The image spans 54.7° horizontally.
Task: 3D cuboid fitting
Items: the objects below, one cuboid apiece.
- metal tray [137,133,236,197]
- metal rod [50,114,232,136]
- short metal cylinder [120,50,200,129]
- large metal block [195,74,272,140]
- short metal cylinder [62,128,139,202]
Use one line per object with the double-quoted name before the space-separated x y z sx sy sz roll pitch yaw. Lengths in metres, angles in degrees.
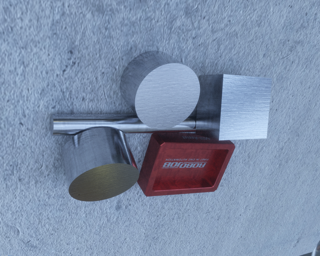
"metal tray" 0.040 0.054 0.459 0.131 0.030 0.089 3 117 -30
"metal rod" 0.014 -0.006 0.414 0.303 0.025 0.025 -1 119 -28
"short metal cylinder" -0.001 -0.045 0.364 0.081 0.050 0.079 -14 124 -21
"large metal block" 0.097 -0.028 0.412 0.081 0.050 0.079 -1 98 -28
"short metal cylinder" -0.070 0.044 0.365 0.081 0.050 0.080 -15 145 -11
